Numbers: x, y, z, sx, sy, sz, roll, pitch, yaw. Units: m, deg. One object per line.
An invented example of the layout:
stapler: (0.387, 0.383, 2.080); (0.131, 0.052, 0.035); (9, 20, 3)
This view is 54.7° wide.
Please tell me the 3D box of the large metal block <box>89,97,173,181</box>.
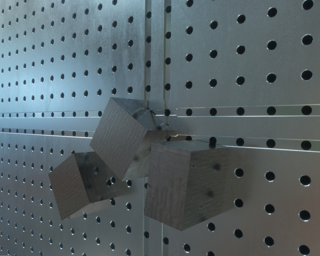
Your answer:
large metal block: (-0.042, 0.014, 0.425); (0.080, 0.050, 0.079); (41, 115, 32)

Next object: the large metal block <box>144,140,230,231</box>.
large metal block: (0.032, 0.058, 0.346); (0.050, 0.081, 0.079); (11, 97, 39)

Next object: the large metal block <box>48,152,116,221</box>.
large metal block: (-0.126, 0.092, 0.494); (0.080, 0.050, 0.080); (-36, 68, 34)
